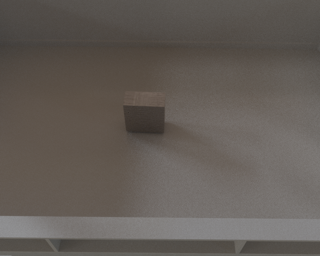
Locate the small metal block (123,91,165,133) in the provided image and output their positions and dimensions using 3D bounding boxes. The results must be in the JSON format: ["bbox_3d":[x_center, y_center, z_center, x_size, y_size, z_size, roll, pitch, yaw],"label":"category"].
[{"bbox_3d":[-0.019,-0.020,0.401,0.050,0.050,0.025,2,50,2],"label":"small metal block"}]
